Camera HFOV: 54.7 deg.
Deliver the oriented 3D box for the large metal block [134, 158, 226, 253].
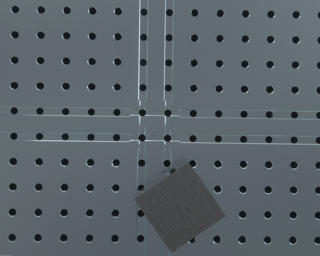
[{"bbox_3d":[0.024,0.097,0.401,0.080,0.050,0.080,-35,90,0],"label":"large metal block"}]
